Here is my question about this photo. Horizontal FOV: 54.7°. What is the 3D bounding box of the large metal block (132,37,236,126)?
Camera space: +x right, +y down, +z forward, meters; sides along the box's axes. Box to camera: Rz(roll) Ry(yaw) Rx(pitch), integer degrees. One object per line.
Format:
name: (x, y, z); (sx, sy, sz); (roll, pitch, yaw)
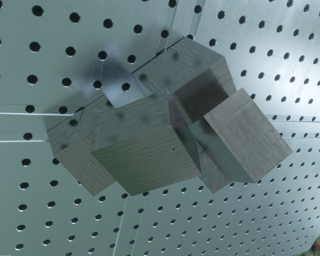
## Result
large metal block: (0.026, -0.052, 0.357); (0.080, 0.080, 0.050); (-36, 129, -5)

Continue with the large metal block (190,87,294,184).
large metal block: (0.081, 0.012, 0.337); (0.050, 0.080, 0.080); (-37, 87, -10)

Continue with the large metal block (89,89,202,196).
large metal block: (-0.012, 0.018, 0.316); (0.080, 0.050, 0.080); (-20, 131, 15)

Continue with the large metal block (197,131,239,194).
large metal block: (0.064, 0.029, 0.428); (0.050, 0.080, 0.080); (-30, 129, -10)

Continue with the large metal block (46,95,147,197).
large metal block: (-0.072, 0.021, 0.369); (0.080, 0.050, 0.080); (-34, 129, -6)
